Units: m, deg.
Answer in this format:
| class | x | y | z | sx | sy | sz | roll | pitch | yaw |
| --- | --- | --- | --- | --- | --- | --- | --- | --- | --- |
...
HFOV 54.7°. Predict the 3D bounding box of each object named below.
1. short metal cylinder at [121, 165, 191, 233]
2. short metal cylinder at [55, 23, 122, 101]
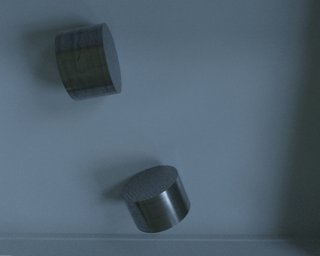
| class | x | y | z | sx | sy | sz | roll | pitch | yaw |
| --- | --- | --- | --- | --- | --- | --- | --- | --- | --- |
| short metal cylinder | -0.005 | 0.093 | 0.416 | 0.080 | 0.080 | 0.050 | -19 | 109 | 7 |
| short metal cylinder | -0.079 | -0.074 | 0.354 | 0.050 | 0.080 | 0.079 | -10 | 110 | 3 |
